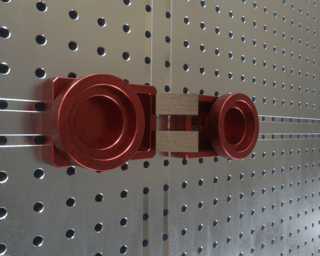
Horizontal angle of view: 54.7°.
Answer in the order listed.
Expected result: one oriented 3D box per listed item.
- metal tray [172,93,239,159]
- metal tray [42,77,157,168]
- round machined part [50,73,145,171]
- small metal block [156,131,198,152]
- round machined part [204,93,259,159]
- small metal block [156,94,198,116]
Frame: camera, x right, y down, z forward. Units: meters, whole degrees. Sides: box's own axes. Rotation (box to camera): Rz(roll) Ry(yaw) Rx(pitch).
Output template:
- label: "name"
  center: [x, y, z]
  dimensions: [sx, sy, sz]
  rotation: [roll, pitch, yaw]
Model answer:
- label: "metal tray"
  center: [0.076, -0.002, 0.470]
  dimensions: [0.131, 0.030, 0.089]
  rotation: [1, 90, -40]
- label: "metal tray"
  center: [-0.064, -0.007, 0.354]
  dimensions: [0.131, 0.030, 0.089]
  rotation: [-1, 93, -40]
- label: "round machined part"
  center: [-0.067, -0.006, 0.325]
  dimensions: [0.099, 0.042, 0.097]
  rotation: [0, 90, -40]
- label: "small metal block"
  center: [0.022, 0.016, 0.392]
  dimensions: [0.050, 0.050, 0.025]
  rotation: [1, 90, 4]
- label: "round machined part"
  center: [0.104, -0.003, 0.469]
  dimensions: [0.099, 0.042, 0.097]
  rotation: [0, 90, -40]
- label: "small metal block"
  center: [0.022, -0.028, 0.393]
  dimensions: [0.050, 0.050, 0.025]
  rotation: [1, 90, 4]
